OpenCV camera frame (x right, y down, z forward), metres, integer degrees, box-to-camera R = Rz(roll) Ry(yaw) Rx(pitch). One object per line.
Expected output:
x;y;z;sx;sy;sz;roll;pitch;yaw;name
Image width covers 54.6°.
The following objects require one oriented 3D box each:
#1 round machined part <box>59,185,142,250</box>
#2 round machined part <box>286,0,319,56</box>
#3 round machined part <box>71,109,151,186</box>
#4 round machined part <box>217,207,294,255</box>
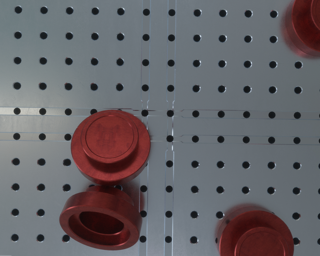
-0.070;0.109;0.388;0.098;0.042;0.097;5;131;6;round machined part
0.222;-0.147;0.406;0.099;0.042;0.097;0;90;0;round machined part
-0.061;0.019;0.385;0.099;0.042;0.098;2;63;-4;round machined part
0.127;0.157;0.406;0.099;0.042;0.097;0;90;0;round machined part
